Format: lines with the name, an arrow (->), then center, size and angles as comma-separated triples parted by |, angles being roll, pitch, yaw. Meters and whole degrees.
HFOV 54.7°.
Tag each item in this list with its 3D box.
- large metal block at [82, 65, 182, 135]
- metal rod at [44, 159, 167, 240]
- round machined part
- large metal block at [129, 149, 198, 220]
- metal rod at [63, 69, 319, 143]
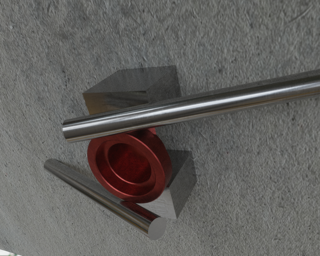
large metal block -> -0.028, -0.035, 0.365 | 0.080, 0.080, 0.050 | 1, 119, 27
metal rod -> -0.099, 0.087, 0.440 | 0.300, 0.025, 0.025 | 12, 127, 49
round machined part -> -0.031, 0.036, 0.358 | 0.098, 0.042, 0.097 | 13, 124, 20
large metal block -> -0.004, 0.070, 0.417 | 0.080, 0.080, 0.050 | 1, 119, 27
metal rod -> 0.053, -0.024, 0.295 | 0.301, 0.025, 0.025 | -11, 115, 8
